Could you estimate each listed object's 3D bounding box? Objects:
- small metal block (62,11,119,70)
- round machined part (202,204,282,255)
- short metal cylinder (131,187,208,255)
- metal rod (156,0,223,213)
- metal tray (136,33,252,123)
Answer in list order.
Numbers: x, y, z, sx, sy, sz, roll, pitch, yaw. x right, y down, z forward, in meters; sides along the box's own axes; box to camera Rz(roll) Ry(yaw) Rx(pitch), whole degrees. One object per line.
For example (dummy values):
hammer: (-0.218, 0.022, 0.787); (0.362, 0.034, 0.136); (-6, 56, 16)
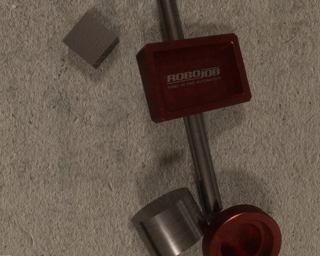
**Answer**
small metal block: (-0.090, -0.114, 0.409); (0.050, 0.025, 0.050); (39, 90, -1)
round machined part: (0.099, 0.142, 0.394); (0.099, 0.042, 0.097); (-3, 103, -14)
short metal cylinder: (0.012, 0.116, 0.383); (0.080, 0.080, 0.050); (-29, 90, 0)
metal rod: (0.038, -0.037, 0.410); (0.025, 0.025, 0.298); (-13, 90, 0)
metal tray: (0.044, -0.063, 0.384); (0.131, 0.030, 0.089); (-14, 91, -22)
